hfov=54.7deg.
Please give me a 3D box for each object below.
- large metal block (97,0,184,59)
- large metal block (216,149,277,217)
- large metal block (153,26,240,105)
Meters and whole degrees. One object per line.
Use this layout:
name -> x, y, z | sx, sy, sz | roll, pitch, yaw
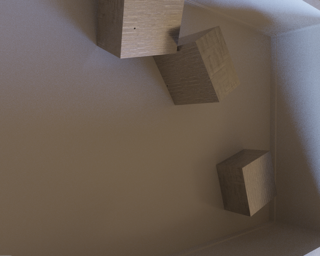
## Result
large metal block -> -0.022, -0.128, 0.350 | 0.081, 0.050, 0.079 | -16, 127, -37
large metal block -> 0.144, 0.086, 0.511 | 0.081, 0.050, 0.080 | -21, 103, -38
large metal block -> 0.047, -0.079, 0.410 | 0.050, 0.080, 0.080 | -40, 115, -33
